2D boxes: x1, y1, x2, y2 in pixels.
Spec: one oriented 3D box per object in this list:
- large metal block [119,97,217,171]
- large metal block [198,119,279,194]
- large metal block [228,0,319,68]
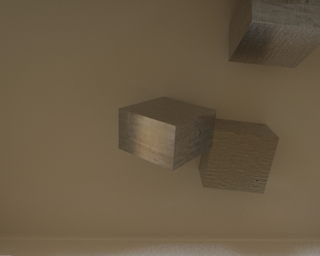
[{"bbox_3d":[0.009,0.002,0.365,0.080,0.081,0.050,18,115,35],"label":"large metal block"},{"bbox_3d":[0.101,0.036,0.413,0.081,0.050,0.079,7,110,-3],"label":"large metal block"},{"bbox_3d":[0.125,-0.109,0.336,0.081,0.080,0.050,5,75,-3],"label":"large metal block"}]
